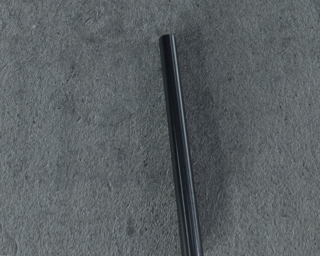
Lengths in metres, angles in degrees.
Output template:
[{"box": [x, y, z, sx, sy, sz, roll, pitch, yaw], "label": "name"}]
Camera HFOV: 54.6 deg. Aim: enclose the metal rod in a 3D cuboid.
[{"box": [0.024, 0.010, 0.404, 0.025, 0.025, 0.299, -5, 70, -2], "label": "metal rod"}]
